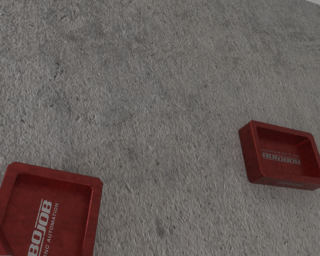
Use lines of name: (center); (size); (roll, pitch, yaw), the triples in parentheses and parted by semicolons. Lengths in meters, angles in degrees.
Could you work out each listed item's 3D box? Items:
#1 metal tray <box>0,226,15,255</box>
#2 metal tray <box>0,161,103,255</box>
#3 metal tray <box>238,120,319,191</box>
metal tray: (-0.172, 0.113, 0.210); (0.131, 0.030, 0.090); (-30, 68, -25)
metal tray: (-0.107, 0.102, 0.279); (0.091, 0.030, 0.130); (16, 55, -20)
metal tray: (0.188, 0.043, 0.474); (0.131, 0.030, 0.090); (11, 57, -23)
